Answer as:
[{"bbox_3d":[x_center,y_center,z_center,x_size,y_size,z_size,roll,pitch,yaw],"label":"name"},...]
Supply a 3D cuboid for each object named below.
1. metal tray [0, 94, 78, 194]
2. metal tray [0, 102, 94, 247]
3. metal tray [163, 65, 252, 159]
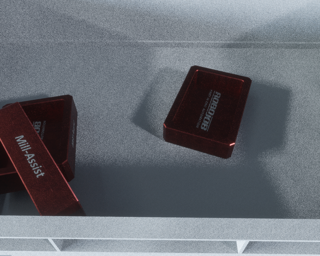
[{"bbox_3d":[-0.150,0.014,0.372,0.091,0.030,0.130,-10,41,-5],"label":"metal tray"},{"bbox_3d":[-0.117,0.047,0.309,0.030,0.090,0.130,-31,65,-20],"label":"metal tray"},{"bbox_3d":[0.068,-0.027,0.424,0.090,0.030,0.130,16,52,13],"label":"metal tray"}]
